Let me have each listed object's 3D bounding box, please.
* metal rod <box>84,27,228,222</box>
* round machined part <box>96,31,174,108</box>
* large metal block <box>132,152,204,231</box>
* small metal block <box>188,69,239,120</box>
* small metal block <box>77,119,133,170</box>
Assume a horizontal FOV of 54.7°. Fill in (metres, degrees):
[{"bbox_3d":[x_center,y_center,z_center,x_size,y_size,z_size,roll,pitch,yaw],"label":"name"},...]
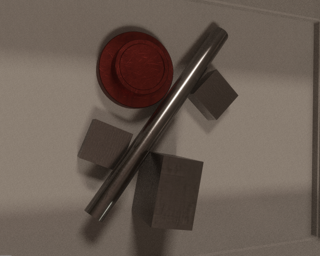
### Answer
[{"bbox_3d":[0.006,-0.017,0.397,0.025,0.025,0.300,40,71,-16],"label":"metal rod"},{"bbox_3d":[-0.028,-0.074,0.392,0.099,0.042,0.097,0,90,-20],"label":"round machined part"},{"bbox_3d":[0.007,0.073,0.385,0.050,0.080,0.080,11,86,-20],"label":"large metal block"},{"bbox_3d":[0.074,-0.046,0.439,0.050,0.025,0.050,47,75,-15],"label":"small metal block"},{"bbox_3d":[-0.068,0.021,0.386,0.050,0.025,0.050,23,82,-19],"label":"small metal block"}]
